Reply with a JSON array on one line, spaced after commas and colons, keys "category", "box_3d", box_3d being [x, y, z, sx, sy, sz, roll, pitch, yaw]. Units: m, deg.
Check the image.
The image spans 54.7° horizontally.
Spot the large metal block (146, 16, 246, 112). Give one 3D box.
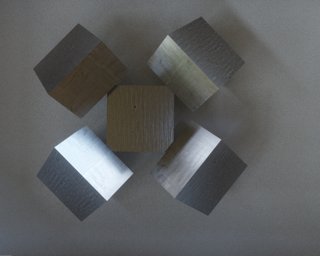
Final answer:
[{"category": "large metal block", "box_3d": [0.045, -0.079, 0.377, 0.080, 0.050, 0.080, 47, 47, 0]}]

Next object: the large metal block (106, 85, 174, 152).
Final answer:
[{"category": "large metal block", "box_3d": [-0.023, -0.011, 0.396, 0.081, 0.050, 0.080, 1, 90, 0]}]

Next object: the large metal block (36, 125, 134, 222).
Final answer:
[{"category": "large metal block", "box_3d": [-0.093, 0.057, 0.376, 0.080, 0.050, 0.080, 46, 134, -1]}]

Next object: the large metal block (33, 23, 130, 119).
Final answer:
[{"category": "large metal block", "box_3d": [-0.097, -0.070, 0.373, 0.080, 0.080, 0.050, -46, 134, 0]}]

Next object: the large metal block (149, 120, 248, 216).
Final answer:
[{"category": "large metal block", "box_3d": [0.049, 0.050, 0.376, 0.080, 0.050, 0.080, -52, 135, -1]}]
